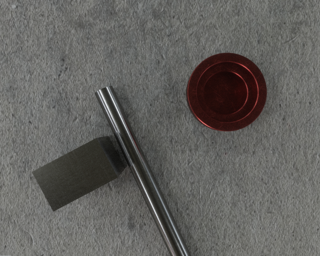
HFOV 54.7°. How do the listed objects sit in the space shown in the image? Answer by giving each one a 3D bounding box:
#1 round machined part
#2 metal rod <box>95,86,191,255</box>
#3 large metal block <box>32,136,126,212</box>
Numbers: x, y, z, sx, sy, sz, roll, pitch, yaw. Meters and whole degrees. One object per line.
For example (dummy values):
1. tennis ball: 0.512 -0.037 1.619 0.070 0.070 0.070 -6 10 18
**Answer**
1. round machined part: 0.083 -0.044 0.403 0.099 0.042 0.097 0 90 -1
2. metal rod: -0.011 0.085 0.409 0.025 0.025 0.299 -25 90 0
3. large metal block: -0.094 0.051 0.381 0.080 0.080 0.050 -28 90 0
